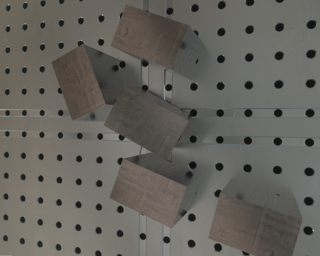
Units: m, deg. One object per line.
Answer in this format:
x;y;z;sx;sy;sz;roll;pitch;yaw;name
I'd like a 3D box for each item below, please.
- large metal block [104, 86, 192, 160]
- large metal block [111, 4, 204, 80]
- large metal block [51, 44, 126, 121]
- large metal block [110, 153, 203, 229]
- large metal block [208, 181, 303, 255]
-0.010;-0.010;0.378;0.080;0.080;0.050;29;100;4;large metal block
0.000;-0.103;0.383;0.080;0.080;0.050;25;98;18;large metal block
-0.086;-0.055;0.412;0.050;0.080;0.080;-24;82;18;large metal block
-0.001;0.072;0.383;0.080;0.080;0.050;21;97;18;large metal block
0.106;0.101;0.346;0.080;0.080;0.050;15;95;19;large metal block
